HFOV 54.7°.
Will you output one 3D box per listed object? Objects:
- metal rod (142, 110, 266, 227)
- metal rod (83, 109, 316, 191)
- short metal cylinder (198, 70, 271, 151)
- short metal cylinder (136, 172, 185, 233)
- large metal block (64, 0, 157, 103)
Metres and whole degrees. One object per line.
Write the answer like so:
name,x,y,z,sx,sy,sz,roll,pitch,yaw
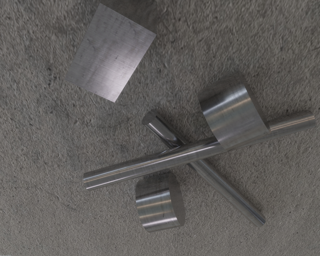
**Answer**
metal rod,0.081,0.075,0.471,0.025,0.025,0.300,-32,124,24
metal rod,0.049,0.029,0.403,0.302,0.025,0.025,-16,129,1
short metal cylinder,0.086,-0.019,0.355,0.050,0.080,0.080,-27,125,21
short metal cylinder,0.002,0.112,0.466,0.050,0.080,0.080,-16,129,13
large metal block,-0.045,-0.086,0.297,0.050,0.080,0.080,25,126,-20
